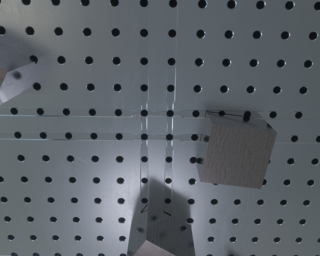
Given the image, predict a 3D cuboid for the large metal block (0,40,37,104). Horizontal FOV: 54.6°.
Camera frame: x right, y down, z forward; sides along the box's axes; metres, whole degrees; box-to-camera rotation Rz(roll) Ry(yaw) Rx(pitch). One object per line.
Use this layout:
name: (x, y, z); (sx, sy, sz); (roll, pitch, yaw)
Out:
large metal block: (-0.204, -0.072, 0.356); (0.080, 0.080, 0.050); (31, 107, -11)

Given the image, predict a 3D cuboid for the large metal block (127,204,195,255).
large metal block: (0.002, 0.169, 0.446); (0.080, 0.080, 0.050); (32, 107, -11)

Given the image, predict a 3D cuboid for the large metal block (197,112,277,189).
large metal block: (0.097, 0.029, 0.411); (0.080, 0.050, 0.079); (7, 110, -3)
